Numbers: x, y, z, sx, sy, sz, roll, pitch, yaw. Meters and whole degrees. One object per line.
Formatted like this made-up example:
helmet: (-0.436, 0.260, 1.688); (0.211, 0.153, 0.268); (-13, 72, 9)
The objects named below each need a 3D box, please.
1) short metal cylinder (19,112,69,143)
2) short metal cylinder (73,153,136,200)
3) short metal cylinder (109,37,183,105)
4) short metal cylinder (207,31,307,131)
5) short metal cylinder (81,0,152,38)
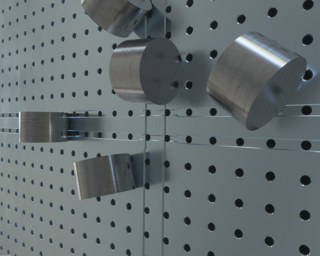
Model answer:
short metal cylinder: (-0.200, -0.002, 0.535); (0.080, 0.081, 0.050); (1, 91, 39)
short metal cylinder: (-0.078, 0.068, 0.435); (0.080, 0.081, 0.050); (-18, 79, 38)
short metal cylinder: (-0.016, -0.070, 0.385); (0.050, 0.081, 0.079); (9, 96, 39)
short metal cylinder: (0.092, -0.044, 0.297); (0.050, 0.081, 0.080); (44, 116, 31)
short metal cylinder: (-0.058, -0.170, 0.419); (0.050, 0.081, 0.080); (-42, 65, 32)
